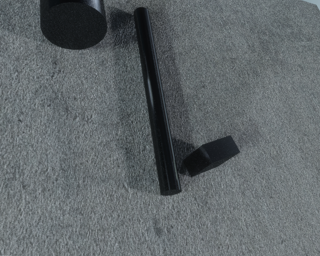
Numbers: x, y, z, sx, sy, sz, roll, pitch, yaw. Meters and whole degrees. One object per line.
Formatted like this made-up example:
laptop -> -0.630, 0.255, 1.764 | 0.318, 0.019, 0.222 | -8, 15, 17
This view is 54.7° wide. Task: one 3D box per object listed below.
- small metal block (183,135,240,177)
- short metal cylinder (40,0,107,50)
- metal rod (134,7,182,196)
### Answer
small metal block -> 0.066, 0.037, 0.403 | 0.050, 0.050, 0.025 | -15, 70, -34
short metal cylinder -> -0.111, -0.147, 0.399 | 0.081, 0.080, 0.050 | 3, 61, -27
metal rod -> -0.009, -0.055, 0.434 | 0.025, 0.025, 0.299 | 5, 59, -26
